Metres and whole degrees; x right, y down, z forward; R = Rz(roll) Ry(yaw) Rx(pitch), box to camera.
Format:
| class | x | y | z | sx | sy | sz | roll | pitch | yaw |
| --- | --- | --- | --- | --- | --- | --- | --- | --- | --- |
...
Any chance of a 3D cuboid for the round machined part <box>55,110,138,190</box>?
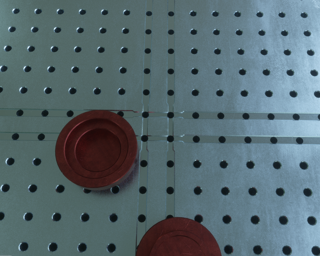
| class | x | y | z | sx | sy | sz | roll | pitch | yaw |
| --- | --- | --- | --- | --- | --- | --- | --- | --- | --- |
| round machined part | -0.077 | 0.030 | 0.391 | 0.099 | 0.042 | 0.098 | 0 | 70 | 0 |

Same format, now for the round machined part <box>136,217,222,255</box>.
| class | x | y | z | sx | sy | sz | roll | pitch | yaw |
| --- | --- | --- | --- | --- | --- | --- | --- | --- | --- |
| round machined part | 0.021 | 0.151 | 0.348 | 0.099 | 0.042 | 0.098 | 0 | 70 | 0 |
